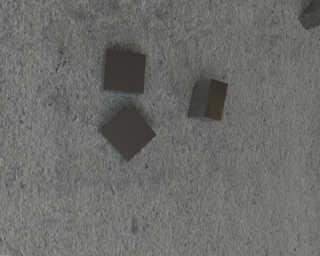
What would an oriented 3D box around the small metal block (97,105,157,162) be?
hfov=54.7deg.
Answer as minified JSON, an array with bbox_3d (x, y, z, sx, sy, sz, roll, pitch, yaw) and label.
[{"bbox_3d":[-0.042,0.007,0.393,0.050,0.025,0.050,-44,104,-15],"label":"small metal block"}]

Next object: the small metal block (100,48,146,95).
[{"bbox_3d":[-0.047,-0.069,0.391,0.050,0.025,0.050,4,89,-20],"label":"small metal block"}]

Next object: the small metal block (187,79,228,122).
[{"bbox_3d":[0.063,-0.036,0.419,0.025,0.050,0.050,14,86,-20],"label":"small metal block"}]

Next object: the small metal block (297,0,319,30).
[{"bbox_3d":[0.257,-0.188,0.490,0.025,0.050,0.050,43,77,-15],"label":"small metal block"}]
